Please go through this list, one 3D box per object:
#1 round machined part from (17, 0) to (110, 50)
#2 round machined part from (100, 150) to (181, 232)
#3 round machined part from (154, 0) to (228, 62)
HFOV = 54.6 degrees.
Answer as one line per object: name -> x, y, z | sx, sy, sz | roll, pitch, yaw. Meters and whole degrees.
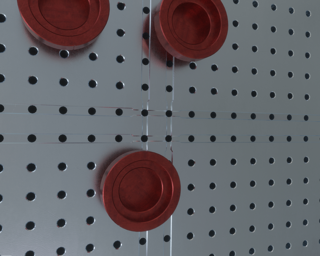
round machined part -> -0.112, -0.139, 0.362 | 0.099, 0.042, 0.097 | 0, 90, -20
round machined part -> -0.027, 0.077, 0.394 | 0.099, 0.042, 0.097 | 0, 90, -20
round machined part -> 0.038, -0.138, 0.417 | 0.099, 0.042, 0.097 | 0, 90, -20
